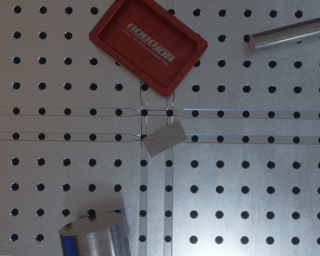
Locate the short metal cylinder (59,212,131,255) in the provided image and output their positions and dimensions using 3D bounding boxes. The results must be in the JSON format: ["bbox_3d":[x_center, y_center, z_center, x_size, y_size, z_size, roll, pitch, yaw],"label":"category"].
[{"bbox_3d":[-0.080,0.143,0.385,0.080,0.080,0.050,-10,90,0],"label":"short metal cylinder"}]

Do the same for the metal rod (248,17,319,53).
[{"bbox_3d":[0.269,-0.149,0.415,0.302,0.025,0.025,-14,90,0],"label":"metal rod"}]

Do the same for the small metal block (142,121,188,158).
[{"bbox_3d":[0.006,0.013,0.401,0.050,0.050,0.025,-27,90,0],"label":"small metal block"}]

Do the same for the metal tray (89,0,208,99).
[{"bbox_3d":[-0.015,-0.112,0.410,0.130,0.030,0.090,38,90,0],"label":"metal tray"}]
